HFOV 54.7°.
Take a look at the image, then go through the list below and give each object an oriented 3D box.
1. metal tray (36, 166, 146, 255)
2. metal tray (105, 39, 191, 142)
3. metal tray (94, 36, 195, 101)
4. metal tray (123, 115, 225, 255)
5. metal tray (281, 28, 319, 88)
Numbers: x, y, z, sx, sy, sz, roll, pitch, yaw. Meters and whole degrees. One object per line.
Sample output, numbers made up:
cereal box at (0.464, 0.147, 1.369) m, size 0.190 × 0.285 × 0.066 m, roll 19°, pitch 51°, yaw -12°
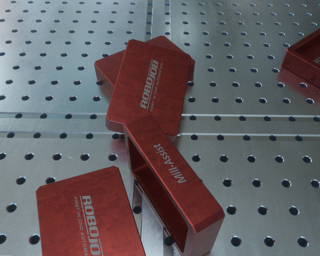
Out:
metal tray at (-0.069, 0.108, 0.312) m, size 0.091 × 0.030 × 0.130 m, roll -15°, pitch 52°, yaw -13°
metal tray at (-0.013, -0.051, 0.415) m, size 0.091 × 0.030 × 0.130 m, roll 14°, pitch 64°, yaw -5°
metal tray at (-0.023, -0.091, 0.480) m, size 0.131 × 0.030 × 0.090 m, roll -28°, pitch 56°, yaw -22°
metal tray at (0.008, 0.060, 0.314) m, size 0.030 × 0.089 × 0.130 m, roll -24°, pitch 54°, yaw -19°
metal tray at (0.277, -0.120, 0.508) m, size 0.131 × 0.030 × 0.090 m, roll -32°, pitch 57°, yaw -25°
